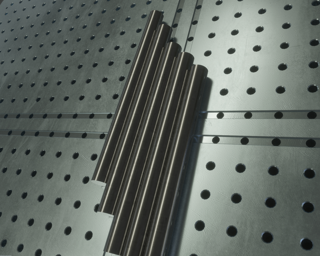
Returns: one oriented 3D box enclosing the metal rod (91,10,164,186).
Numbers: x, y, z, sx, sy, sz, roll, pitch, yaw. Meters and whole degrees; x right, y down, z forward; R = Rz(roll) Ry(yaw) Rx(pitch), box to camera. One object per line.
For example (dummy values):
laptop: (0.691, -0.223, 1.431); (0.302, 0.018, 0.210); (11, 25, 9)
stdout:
metal rod: (-0.042, -0.059, 0.464); (0.025, 0.025, 0.300); (1, 62, 28)

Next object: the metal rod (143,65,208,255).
metal rod: (0.018, 0.052, 0.365); (0.025, 0.025, 0.300); (1, 62, 28)

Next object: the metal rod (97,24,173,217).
metal rod: (-0.028, -0.027, 0.436); (0.025, 0.025, 0.300); (1, 62, 28)

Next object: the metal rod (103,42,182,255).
metal rod: (-0.015, 0.010, 0.408); (0.025, 0.025, 0.300); (1, 62, 28)

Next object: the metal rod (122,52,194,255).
metal rod: (0.001, 0.029, 0.387); (0.025, 0.025, 0.300); (1, 62, 28)
